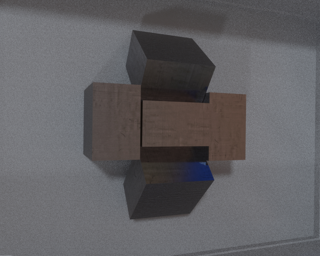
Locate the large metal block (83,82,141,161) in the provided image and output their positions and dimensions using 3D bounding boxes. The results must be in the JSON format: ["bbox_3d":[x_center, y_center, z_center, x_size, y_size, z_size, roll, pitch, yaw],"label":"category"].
[{"bbox_3d":[-0.058,-0.007,0.359,0.050,0.080,0.080,1,90,-20],"label":"large metal block"}]

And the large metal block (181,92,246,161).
[{"bbox_3d":[0.067,-0.002,0.405,0.050,0.080,0.080,1,90,-20],"label":"large metal block"}]

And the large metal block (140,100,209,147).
[{"bbox_3d":[0.005,-0.005,0.382,0.081,0.080,0.050,1,90,-20],"label":"large metal block"}]

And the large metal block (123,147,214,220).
[{"bbox_3d":[0.007,0.066,0.375,0.081,0.079,0.050,1,48,-21],"label":"large metal block"}]

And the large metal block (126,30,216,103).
[{"bbox_3d":[0.009,-0.075,0.376,0.081,0.080,0.050,2,127,-20],"label":"large metal block"}]
